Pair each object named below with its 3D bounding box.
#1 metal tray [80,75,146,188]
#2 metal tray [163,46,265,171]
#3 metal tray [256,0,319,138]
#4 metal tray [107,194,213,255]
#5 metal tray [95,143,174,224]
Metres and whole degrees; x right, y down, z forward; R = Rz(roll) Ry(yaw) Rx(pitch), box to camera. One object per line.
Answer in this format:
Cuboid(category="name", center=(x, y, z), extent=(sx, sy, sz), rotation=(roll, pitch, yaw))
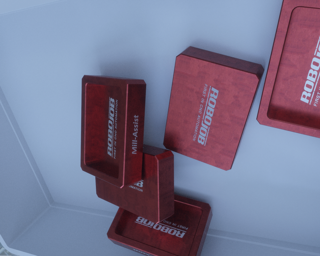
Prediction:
Cuboid(category="metal tray", center=(-0.062, 0.001, 0.394), extent=(0.090, 0.030, 0.129), rotation=(13, 104, 41))
Cuboid(category="metal tray", center=(0.057, -0.020, 0.363), extent=(0.090, 0.030, 0.129), rotation=(19, 126, 16))
Cuboid(category="metal tray", center=(0.150, -0.055, 0.291), extent=(0.090, 0.030, 0.129), rotation=(15, 125, 20))
Cuboid(category="metal tray", center=(0.001, 0.140, 0.449), extent=(0.130, 0.090, 0.030), rotation=(11, 148, 22))
Cuboid(category="metal tray", center=(-0.039, 0.067, 0.428), extent=(0.130, 0.030, 0.089), rotation=(10, 106, 42))
